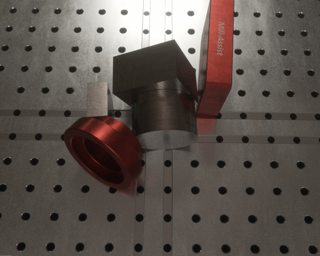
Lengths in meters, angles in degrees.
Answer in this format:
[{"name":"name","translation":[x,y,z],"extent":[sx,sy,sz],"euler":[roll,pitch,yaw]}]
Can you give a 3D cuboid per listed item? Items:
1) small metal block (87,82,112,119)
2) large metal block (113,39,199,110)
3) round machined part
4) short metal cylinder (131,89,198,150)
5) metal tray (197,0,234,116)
[{"name":"small metal block","translation":[-0.077,-0.025,0.403],"extent":[0.025,0.050,0.050],"euler":[-4,63,-2]},{"name":"large metal block","translation":[-0.004,-0.059,0.391],"extent":[0.080,0.080,0.050],"euler":[-11,69,21]},{"name":"round machined part","translation":[-0.061,0.025,0.366],"extent":[0.098,0.097,0.042],"euler":[32,55,10]},{"name":"short metal cylinder","translation":[0.005,-0.008,0.386],"extent":[0.081,0.080,0.050],"euler":[-3,70,-1]},{"name":"metal tray","translation":[0.072,-0.092,0.411],"extent":[0.030,0.090,0.130],"euler":[6,70,1]}]
